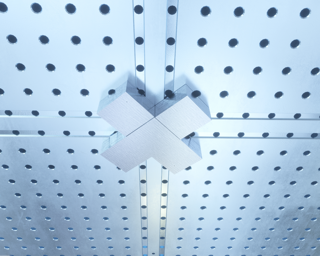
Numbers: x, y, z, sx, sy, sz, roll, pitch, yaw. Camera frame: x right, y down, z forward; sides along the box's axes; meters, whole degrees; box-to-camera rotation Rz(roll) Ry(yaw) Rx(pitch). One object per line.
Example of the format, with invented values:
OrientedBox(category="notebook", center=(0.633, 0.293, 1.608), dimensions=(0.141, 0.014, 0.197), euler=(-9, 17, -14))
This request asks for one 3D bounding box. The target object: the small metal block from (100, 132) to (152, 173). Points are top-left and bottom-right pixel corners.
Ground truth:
OrientedBox(category="small metal block", center=(-0.047, 0.030, 0.437), dimensions=(0.050, 0.025, 0.050), euler=(-34, 123, 25))

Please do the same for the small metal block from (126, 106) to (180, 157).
OrientedBox(category="small metal block", center=(-0.009, 0.006, 0.415), dimensions=(0.050, 0.025, 0.050), euler=(-34, 123, 25))

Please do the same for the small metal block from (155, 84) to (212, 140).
OrientedBox(category="small metal block", center=(0.029, -0.019, 0.395), dimensions=(0.050, 0.025, 0.050), euler=(-34, 123, 25))

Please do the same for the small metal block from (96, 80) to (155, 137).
OrientedBox(category="small metal block", center=(-0.042, -0.023, 0.391), dimensions=(0.050, 0.025, 0.050), euler=(-33, 123, 25))

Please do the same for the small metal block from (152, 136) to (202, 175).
OrientedBox(category="small metal block", center=(0.024, 0.034, 0.441), dimensions=(0.050, 0.025, 0.050), euler=(-33, 123, 25))
